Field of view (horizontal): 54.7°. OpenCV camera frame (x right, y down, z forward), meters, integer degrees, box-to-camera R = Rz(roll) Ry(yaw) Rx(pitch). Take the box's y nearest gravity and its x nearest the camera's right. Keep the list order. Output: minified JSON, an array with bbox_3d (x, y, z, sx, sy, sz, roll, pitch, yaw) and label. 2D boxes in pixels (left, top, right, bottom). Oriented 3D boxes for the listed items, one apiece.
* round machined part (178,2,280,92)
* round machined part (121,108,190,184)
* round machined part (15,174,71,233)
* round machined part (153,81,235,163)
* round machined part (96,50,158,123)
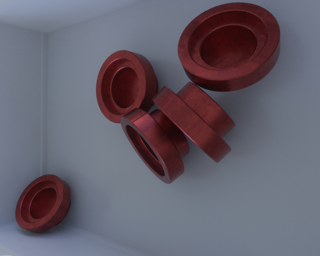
[{"bbox_3d":[0.071,-0.078,0.318,0.098,0.042,0.098,-9,60,16],"label":"round machined part"},{"bbox_3d":[-0.002,0.016,0.375,0.098,0.042,0.098,48,162,21],"label":"round machined part"},{"bbox_3d":[-0.196,0.134,0.539,0.098,0.042,0.098,-14,51,18],"label":"round machined part"},{"bbox_3d":[0.041,-0.012,0.331,0.042,0.098,0.098,-46,60,4],"label":"round machined part"},{"bbox_3d":[-0.041,-0.055,0.430,0.098,0.042,0.097,0,90,40],"label":"round machined part"}]
